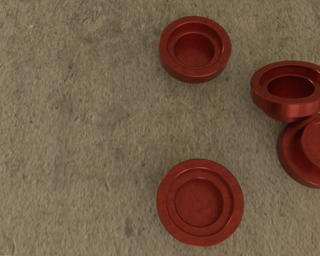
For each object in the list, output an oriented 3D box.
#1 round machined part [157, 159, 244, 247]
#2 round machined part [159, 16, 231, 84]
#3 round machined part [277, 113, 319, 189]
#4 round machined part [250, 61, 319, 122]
[{"bbox_3d":[0.045,0.089,0.367,0.099,0.042,0.098,0,70,-1],"label":"round machined part"},{"bbox_3d":[0.047,-0.105,0.438,0.099,0.042,0.098,0,70,-1],"label":"round machined part"},{"bbox_3d":[0.205,0.025,0.392,0.099,0.042,0.098,0,70,-1],"label":"round machined part"},{"bbox_3d":[0.169,-0.045,0.403,0.098,0.042,0.098,-8,40,7],"label":"round machined part"}]
